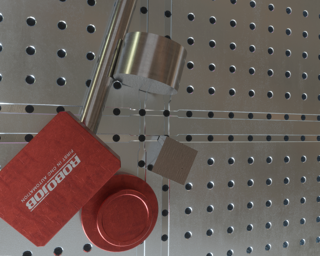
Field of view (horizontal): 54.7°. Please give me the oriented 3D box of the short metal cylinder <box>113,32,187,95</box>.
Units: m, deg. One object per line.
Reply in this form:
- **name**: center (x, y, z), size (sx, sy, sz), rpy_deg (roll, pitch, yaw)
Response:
- **short metal cylinder**: center (-0.012, -0.077, 0.380), size (0.081, 0.080, 0.050), rpy_deg (16, 85, -20)

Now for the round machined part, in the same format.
- **round machined part**: center (-0.048, 0.107, 0.387), size (0.099, 0.042, 0.097), rpy_deg (0, 90, -21)

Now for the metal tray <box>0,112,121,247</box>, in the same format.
- **metal tray**: center (-0.120, 0.055, 0.349), size (0.090, 0.030, 0.130), rpy_deg (45, 87, -10)

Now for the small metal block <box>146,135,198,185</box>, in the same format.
- **small metal block**: center (0.016, 0.043, 0.420), size (0.050, 0.025, 0.050), rpy_deg (26, 81, -19)

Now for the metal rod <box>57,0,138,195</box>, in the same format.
- **metal rod**: center (-0.070, -0.065, 0.387), size (0.025, 0.025, 0.299), rpy_deg (18, 84, -20)
